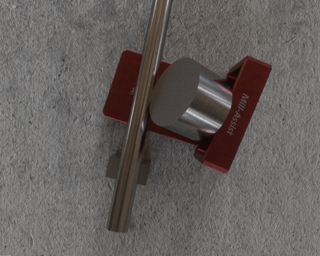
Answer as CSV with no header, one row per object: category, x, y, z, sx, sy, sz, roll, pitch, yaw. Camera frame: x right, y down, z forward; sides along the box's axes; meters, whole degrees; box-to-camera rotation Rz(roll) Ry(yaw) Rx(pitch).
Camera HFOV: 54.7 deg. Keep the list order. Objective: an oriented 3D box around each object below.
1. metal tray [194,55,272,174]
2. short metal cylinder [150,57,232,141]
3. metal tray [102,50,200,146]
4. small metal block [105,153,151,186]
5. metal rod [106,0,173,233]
metal tray,0.084,-0.015,0.380,0.030,0.090,0.129,23,90,0
short metal cylinder,0.033,-0.031,0.347,0.050,0.080,0.080,23,90,-33
metal tray,0.002,-0.039,0.408,0.131,0.030,0.090,18,90,-1
small metal block,-0.039,0.052,0.398,0.050,0.050,0.025,13,90,-1
metal rod,-0.021,-0.030,0.372,0.025,0.025,0.299,11,81,-1
